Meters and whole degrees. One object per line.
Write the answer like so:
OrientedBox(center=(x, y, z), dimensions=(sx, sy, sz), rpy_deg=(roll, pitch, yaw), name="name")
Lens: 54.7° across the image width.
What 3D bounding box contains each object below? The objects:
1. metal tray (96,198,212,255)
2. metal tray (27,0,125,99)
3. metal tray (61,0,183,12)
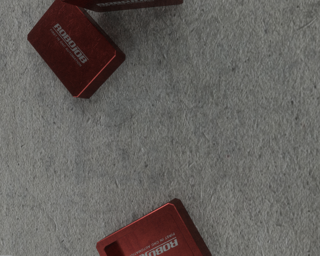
OrientedBox(center=(-0.010, 0.163, 0.409), dimensions=(0.130, 0.030, 0.090), rpy_deg=(-33, 80, 17), name="metal tray")
OrientedBox(center=(-0.123, -0.118, 0.450), dimensions=(0.090, 0.030, 0.130), rpy_deg=(-44, 77, 14), name="metal tray")
OrientedBox(center=(-0.045, -0.173, 0.388), dimensions=(0.130, 0.090, 0.030), rpy_deg=(2, 101, 20), name="metal tray")
